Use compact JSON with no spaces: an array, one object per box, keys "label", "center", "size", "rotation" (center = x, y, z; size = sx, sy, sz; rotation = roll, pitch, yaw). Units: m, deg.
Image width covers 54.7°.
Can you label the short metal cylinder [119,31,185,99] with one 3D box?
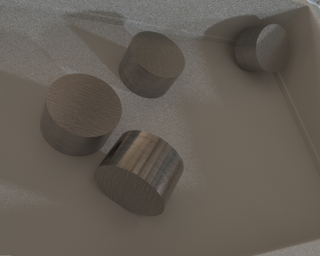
[{"label":"short metal cylinder","center":[-0.012,-0.089,0.437],"size":[0.081,0.050,0.080],"rotation":[14,56,-21]}]

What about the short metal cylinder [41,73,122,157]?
[{"label":"short metal cylinder","center":[-0.090,-0.014,0.350],"size":[0.081,0.050,0.080],"rotation":[14,56,-21]}]

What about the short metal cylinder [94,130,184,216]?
[{"label":"short metal cylinder","center":[-0.022,0.049,0.329],"size":[0.080,0.080,0.050],"rotation":[36,51,-5]}]

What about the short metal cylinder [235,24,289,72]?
[{"label":"short metal cylinder","center":[0.180,-0.139,0.546],"size":[0.081,0.050,0.079],"rotation":[-6,103,-28]}]
